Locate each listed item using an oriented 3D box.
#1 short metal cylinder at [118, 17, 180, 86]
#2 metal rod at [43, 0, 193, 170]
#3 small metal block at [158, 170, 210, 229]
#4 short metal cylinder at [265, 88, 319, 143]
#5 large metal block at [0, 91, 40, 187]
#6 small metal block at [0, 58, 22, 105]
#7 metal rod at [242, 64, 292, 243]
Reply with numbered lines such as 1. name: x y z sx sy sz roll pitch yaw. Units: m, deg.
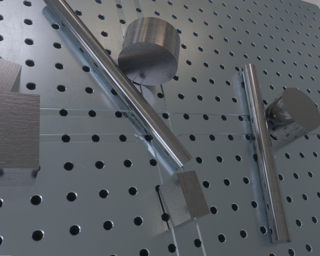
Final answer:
1. short metal cylinder: -0.014 -0.104 0.429 0.080 0.080 0.050 19 54 -17
2. metal rod: -0.061 -0.070 0.417 0.025 0.025 0.300 -33 80 -38
3. small metal block: 0.026 0.082 0.355 0.025 0.050 0.050 -4 64 -30
4. short metal cylinder: 0.221 -0.021 0.523 0.081 0.050 0.080 14 56 -21
5. large metal block: -0.162 0.011 0.298 0.081 0.050 0.080 4 60 -26
6. small metal block: -0.186 -0.052 0.339 0.050 0.025 0.050 17 55 -18
7. metal rod: 0.160 0.020 0.481 0.025 0.025 0.299 14 56 -21
